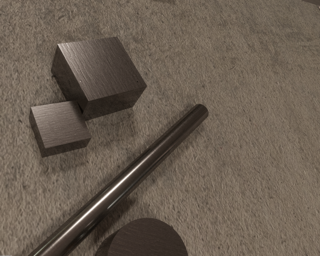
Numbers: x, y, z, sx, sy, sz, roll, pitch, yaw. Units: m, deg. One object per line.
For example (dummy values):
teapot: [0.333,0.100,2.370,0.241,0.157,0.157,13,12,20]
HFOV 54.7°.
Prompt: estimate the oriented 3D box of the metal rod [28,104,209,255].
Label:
metal rod: [-0.028,0.052,0.357,0.025,0.025,0.302,46,51,3]

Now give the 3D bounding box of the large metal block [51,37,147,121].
large metal block: [-0.077,-0.062,0.385,0.081,0.050,0.080,-20,73,-36]

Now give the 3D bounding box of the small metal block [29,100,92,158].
small metal block: [-0.111,0.000,0.344,0.050,0.025,0.050,-14,69,-34]

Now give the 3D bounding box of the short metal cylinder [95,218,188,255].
short metal cylinder: [-0.019,0.133,0.298,0.081,0.050,0.080,14,56,-21]
